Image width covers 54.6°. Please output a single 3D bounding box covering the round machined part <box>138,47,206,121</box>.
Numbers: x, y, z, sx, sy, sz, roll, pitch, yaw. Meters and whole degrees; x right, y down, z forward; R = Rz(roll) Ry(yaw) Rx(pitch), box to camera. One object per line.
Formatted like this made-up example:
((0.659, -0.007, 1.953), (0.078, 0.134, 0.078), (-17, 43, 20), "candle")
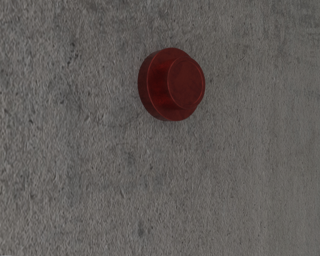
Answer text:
((0.022, -0.058, 0.411), (0.099, 0.042, 0.097), (0, 90, -40), "round machined part")
